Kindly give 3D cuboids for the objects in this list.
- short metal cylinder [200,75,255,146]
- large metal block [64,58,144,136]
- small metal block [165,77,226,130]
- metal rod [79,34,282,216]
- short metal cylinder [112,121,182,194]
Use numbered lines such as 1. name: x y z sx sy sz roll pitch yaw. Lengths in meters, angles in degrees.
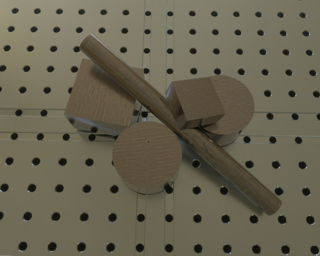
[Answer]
1. short metal cylinder: 0.076 -0.021 0.403 0.081 0.050 0.080 0 70 0
2. large metal block: -0.068 -0.037 0.406 0.080 0.050 0.080 10 70 3
3. small metal block: 0.040 -0.029 0.358 0.050 0.025 0.050 -11 69 -23
4. metal rod: 0.025 -0.003 0.372 0.300 0.025 0.025 41 75 -1
5. short metal cylinder: -0.015 0.038 0.381 0.081 0.050 0.080 0 70 0
